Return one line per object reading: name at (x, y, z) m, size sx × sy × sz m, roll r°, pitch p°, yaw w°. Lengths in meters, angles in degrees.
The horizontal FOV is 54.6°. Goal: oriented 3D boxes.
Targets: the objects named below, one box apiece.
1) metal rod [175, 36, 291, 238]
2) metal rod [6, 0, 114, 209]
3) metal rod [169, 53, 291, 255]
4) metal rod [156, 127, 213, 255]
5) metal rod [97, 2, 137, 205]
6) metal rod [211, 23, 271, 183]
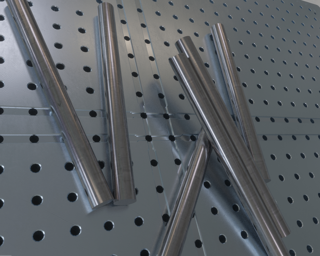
metal rod at (0.097, 0.007, 0.429) m, size 0.025 × 0.025 × 0.299 m, roll -20°, pitch 80°, yaw -35°
metal rod at (-0.126, -0.047, 0.368) m, size 0.025 × 0.025 × 0.299 m, roll -16°, pitch 70°, yaw -34°
metal rod at (0.089, 0.037, 0.405) m, size 0.025 × 0.025 × 0.299 m, roll -22°, pitch 82°, yaw -36°
metal rod at (0.022, 0.109, 0.352) m, size 0.025 × 0.025 × 0.301 m, roll 31°, pitch 52°, yaw -8°
metal rod at (-0.061, -0.051, 0.405) m, size 0.025 × 0.025 × 0.299 m, roll 5°, pitch 60°, yaw -26°
metal rod at (0.125, -0.055, 0.507) m, size 0.025 × 0.025 × 0.299 m, roll 6°, pitch 59°, yaw -25°
